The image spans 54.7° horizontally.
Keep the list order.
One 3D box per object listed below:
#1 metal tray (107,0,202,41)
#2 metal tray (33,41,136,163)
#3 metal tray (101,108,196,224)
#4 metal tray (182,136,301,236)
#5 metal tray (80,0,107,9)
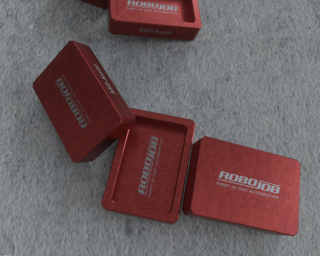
[{"bbox_3d":[-0.010,-0.178,0.453,0.131,0.030,0.090,0,69,-16],"label":"metal tray"},{"bbox_3d":[-0.100,-0.033,0.392,0.090,0.030,0.130,-40,72,21],"label":"metal tray"},{"bbox_3d":[-0.011,0.046,0.388,0.091,0.030,0.130,11,70,3],"label":"metal tray"},{"bbox_3d":[0.098,0.069,0.366,0.131,0.030,0.090,15,70,-10],"label":"metal tray"},{"bbox_3d":[-0.098,-0.263,0.500,0.090,0.030,0.130,23,71,7],"label":"metal tray"}]
